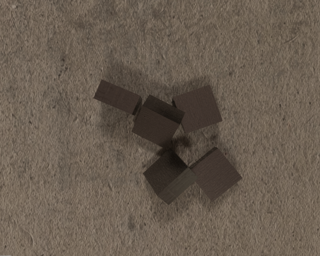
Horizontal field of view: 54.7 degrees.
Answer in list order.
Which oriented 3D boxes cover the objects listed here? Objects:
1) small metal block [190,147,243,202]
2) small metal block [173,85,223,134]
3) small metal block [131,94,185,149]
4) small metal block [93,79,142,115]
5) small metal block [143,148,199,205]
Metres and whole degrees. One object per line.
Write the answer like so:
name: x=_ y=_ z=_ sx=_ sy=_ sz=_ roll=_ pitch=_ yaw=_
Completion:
small metal block: x=0.071 y=0.061 z=0.411 sx=0.050 sy=0.025 sz=0.050 roll=-39 pitch=91 yaw=0
small metal block: x=0.049 y=-0.024 z=0.411 sx=0.050 sy=0.025 sz=0.050 roll=-19 pitch=90 yaw=-1
small metal block: x=-0.003 y=-0.007 z=0.396 sx=0.050 sy=0.025 sz=0.050 roll=27 pitch=134 yaw=-1
small metal block: x=-0.052 y=-0.037 z=0.397 sx=0.050 sy=0.050 sz=0.025 roll=23 pitch=90 yaw=-1
small metal block: x=0.012 y=0.061 z=0.395 sx=0.050 sy=0.050 sz=0.025 roll=-43 pitch=124 yaw=0
